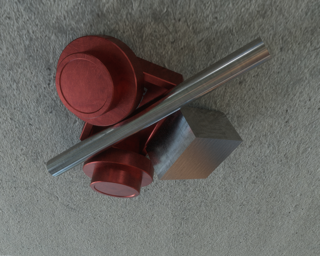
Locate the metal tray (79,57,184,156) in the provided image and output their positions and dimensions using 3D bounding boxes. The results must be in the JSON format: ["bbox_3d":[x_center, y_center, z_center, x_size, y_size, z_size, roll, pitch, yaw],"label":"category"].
[{"bbox_3d":[-0.037,-0.022,0.386,0.091,0.030,0.129,19,128,-16],"label":"metal tray"}]

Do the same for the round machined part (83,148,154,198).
[{"bbox_3d":[-0.059,0.067,0.432,0.099,0.042,0.098,6,151,4],"label":"round machined part"}]

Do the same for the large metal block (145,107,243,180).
[{"bbox_3d":[0.042,0.021,0.392,0.081,0.050,0.080,6,134,-37],"label":"large metal block"}]

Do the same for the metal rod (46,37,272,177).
[{"bbox_3d":[-0.019,-0.013,0.359,0.300,0.025,0.025,-28,125,22],"label":"metal rod"}]

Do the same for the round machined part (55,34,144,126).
[{"bbox_3d":[-0.070,-0.048,0.330,0.098,0.042,0.097,7,111,19],"label":"round machined part"}]
